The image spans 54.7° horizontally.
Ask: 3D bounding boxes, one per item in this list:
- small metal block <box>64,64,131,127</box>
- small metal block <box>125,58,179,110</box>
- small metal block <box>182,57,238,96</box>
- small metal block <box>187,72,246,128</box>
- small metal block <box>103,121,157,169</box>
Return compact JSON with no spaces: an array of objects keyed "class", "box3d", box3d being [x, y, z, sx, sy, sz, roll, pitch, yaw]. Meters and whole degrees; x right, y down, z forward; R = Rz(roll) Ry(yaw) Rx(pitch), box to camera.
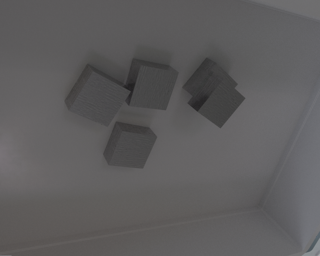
[{"class":"small metal block","box3d":[-0.070,-0.036,0.348,0.050,0.025,0.050,26,104,-37]},{"class":"small metal block","box3d":[-0.012,-0.051,0.370,0.050,0.025,0.050,5,116,-31]},{"class":"small metal block","box3d":[0.067,-0.056,0.410,0.050,0.025,0.050,33,100,-38]},{"class":"small metal block","box3d":[0.072,-0.035,0.394,0.050,0.025,0.050,31,101,-38]},{"class":"small metal block","box3d":[-0.039,0.023,0.401,0.050,0.025,0.050,11,113,-33]}]
